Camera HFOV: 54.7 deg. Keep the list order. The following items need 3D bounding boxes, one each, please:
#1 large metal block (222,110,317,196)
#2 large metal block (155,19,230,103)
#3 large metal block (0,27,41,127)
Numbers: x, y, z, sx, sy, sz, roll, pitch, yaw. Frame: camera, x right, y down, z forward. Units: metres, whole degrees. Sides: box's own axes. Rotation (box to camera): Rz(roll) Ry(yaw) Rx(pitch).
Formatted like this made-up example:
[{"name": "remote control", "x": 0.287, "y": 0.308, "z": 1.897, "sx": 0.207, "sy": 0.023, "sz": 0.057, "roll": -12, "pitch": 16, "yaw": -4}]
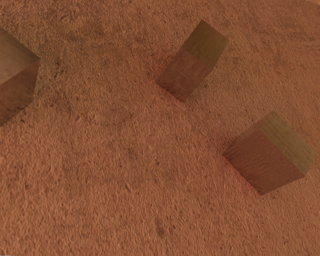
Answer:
[{"name": "large metal block", "x": 0.148, "y": 0.036, "z": 0.426, "sx": 0.080, "sy": 0.080, "sz": 0.050, "roll": 47, "pitch": 51, "yaw": 4}, {"name": "large metal block", "x": 0.047, "y": -0.097, "z": 0.453, "sx": 0.050, "sy": 0.080, "sz": 0.080, "roll": 36, "pitch": 51, "yaw": -5}, {"name": "large metal block", "x": -0.174, "y": -0.058, "z": 0.310, "sx": 0.080, "sy": 0.080, "sz": 0.050, "roll": 39, "pitch": 51, "yaw": -2}]
